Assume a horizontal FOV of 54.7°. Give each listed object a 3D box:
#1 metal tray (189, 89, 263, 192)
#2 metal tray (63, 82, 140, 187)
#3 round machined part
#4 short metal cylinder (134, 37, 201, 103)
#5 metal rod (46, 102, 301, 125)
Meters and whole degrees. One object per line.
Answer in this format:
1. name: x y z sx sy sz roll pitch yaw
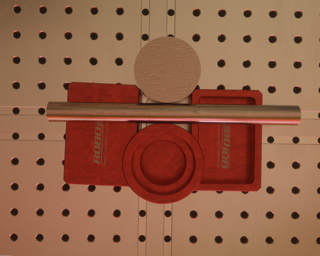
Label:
1. metal tray: 0.084 0.016 0.407 0.091 0.030 0.129 1 90 0
2. metal tray: -0.074 0.008 0.405 0.091 0.030 0.129 3 90 0
3. round machined part: 0.004 0.043 0.392 0.099 0.042 0.097 0 90 0
4. short metal cylinder: 0.009 -0.070 0.397 0.081 0.050 0.079 0 90 0
5. metal rod: 0.017 -0.018 0.379 0.302 0.025 0.025 1 90 -1
